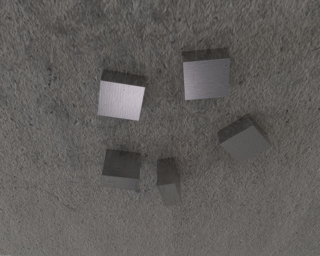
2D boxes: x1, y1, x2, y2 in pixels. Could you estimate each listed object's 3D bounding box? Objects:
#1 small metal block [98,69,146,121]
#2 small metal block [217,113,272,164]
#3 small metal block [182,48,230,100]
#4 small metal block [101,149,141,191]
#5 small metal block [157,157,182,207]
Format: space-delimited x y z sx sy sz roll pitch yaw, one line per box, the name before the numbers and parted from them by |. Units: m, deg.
small metal block | -0.046 -0.039 0.373 0.050 0.025 0.050 8 130 -7
small metal block | 0.114 0.015 0.421 0.050 0.025 0.050 -34 123 25
small metal block | 0.052 -0.061 0.355 0.050 0.025 0.050 -5 130 3
small metal block | -0.055 0.059 0.440 0.050 0.050 0.025 8 130 -7
small metal block | 0.014 0.080 0.459 0.025 0.050 0.050 -11 130 9
